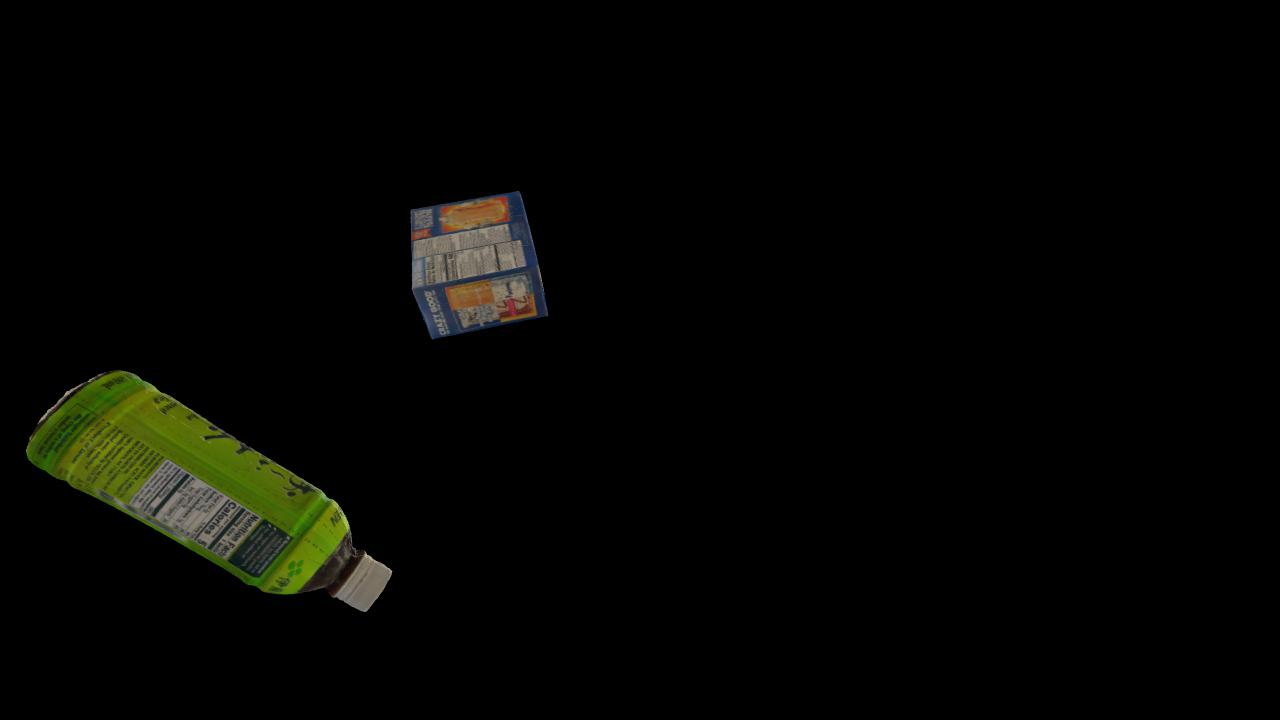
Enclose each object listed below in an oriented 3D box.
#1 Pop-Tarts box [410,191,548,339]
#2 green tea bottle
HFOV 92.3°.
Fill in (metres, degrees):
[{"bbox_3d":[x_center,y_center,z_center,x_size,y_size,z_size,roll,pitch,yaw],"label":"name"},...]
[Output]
[{"bbox_3d":[-0.198,-0.120,0.753,0.141,0.083,0.167,-12,47,-9],"label":"Pop-Tarts box"},{"bbox_3d":[-0.257,0.094,0.391,0.212,0.073,0.073,40,-11,-13],"label":"green tea bottle"}]
